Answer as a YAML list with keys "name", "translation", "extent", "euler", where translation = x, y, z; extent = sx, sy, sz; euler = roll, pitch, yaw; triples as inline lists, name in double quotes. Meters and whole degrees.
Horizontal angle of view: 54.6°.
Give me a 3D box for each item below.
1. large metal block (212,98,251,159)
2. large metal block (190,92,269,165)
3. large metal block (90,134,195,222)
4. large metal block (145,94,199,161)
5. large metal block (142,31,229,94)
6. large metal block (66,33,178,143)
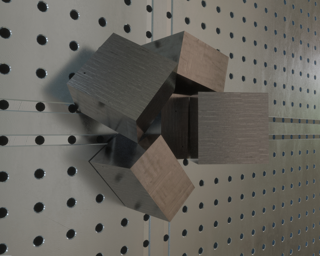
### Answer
- name: "large metal block"
  translation: [0.089, 0.000, 0.436]
  extent: [0.050, 0.080, 0.080]
  euler: [0, 90, -2]
- name: "large metal block"
  translation: [0.079, 0.000, 0.368]
  extent: [0.080, 0.050, 0.080]
  euler: [0, 89, -6]
- name: "large metal block"
  translation: [-0.020, 0.053, 0.354]
  extent: [0.050, 0.080, 0.080]
  euler: [-48, 119, -30]
- name: "large metal block"
  translation: [0.016, -0.001, 0.405]
  extent: [0.081, 0.050, 0.080]
  euler: [1, 90, -40]
- name: "large metal block"
  translation: [0.027, -0.075, 0.395]
  extent: [0.080, 0.080, 0.050]
  euler: [17, 79, -39]
- name: "large metal block"
  translation: [-0.037, -0.044, 0.333]
  extent: [0.080, 0.080, 0.050]
  euler: [-56, 167, -25]
